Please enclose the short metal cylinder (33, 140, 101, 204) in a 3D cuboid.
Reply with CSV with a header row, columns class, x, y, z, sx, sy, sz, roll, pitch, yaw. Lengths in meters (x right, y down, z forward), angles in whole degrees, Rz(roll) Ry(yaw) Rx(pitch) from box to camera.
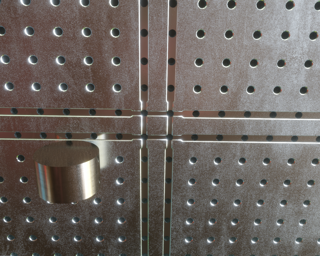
class,x,y,z,sx,sy,sz,roll,pitch,yaw
short metal cylinder,-0.119,0.054,0.403,0.080,0.080,0.050,1,110,-1
